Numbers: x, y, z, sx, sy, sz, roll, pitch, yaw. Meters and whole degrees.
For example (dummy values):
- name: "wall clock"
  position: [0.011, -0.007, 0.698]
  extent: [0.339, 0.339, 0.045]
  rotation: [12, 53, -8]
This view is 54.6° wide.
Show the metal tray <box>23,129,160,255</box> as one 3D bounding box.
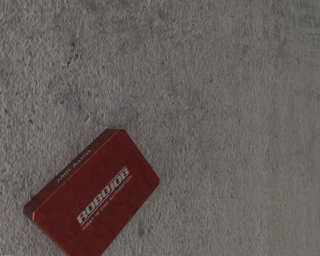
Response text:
- name: "metal tray"
  position: [-0.068, 0.073, 0.344]
  extent: [0.131, 0.030, 0.090]
  rotation: [-47, 118, -29]
